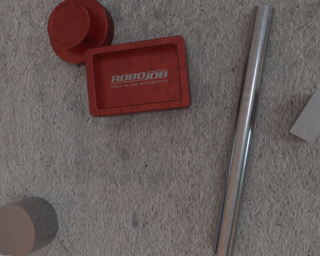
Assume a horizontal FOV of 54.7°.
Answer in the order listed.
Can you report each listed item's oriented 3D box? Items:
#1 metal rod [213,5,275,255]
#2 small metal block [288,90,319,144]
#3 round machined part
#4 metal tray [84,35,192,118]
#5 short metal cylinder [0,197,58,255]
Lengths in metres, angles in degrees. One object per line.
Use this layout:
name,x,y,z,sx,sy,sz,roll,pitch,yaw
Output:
metal rod,0.100,0.007,0.373,0.025,0.025,0.298,10,93,19
small metal block,0.165,-0.011,0.337,0.025,0.050,0.050,32,100,17
round machined part,-0.119,-0.142,0.442,0.098,0.042,0.097,0,90,20
metal tray,-0.028,-0.064,0.404,0.131,0.030,0.089,-6,88,10
short metal cylinder,-0.203,0.149,0.467,0.080,0.050,0.080,0,90,20
